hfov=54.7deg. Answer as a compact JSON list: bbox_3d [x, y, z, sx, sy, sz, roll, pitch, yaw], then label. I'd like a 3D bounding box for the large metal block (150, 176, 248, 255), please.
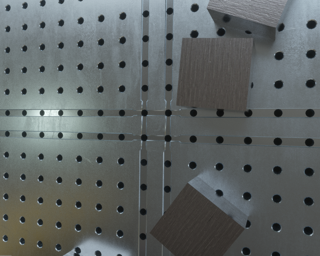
[{"bbox_3d":[0.049,0.119,0.382,0.080,0.050,0.080,38,102,15],"label":"large metal block"}]

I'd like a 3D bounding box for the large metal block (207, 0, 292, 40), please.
[{"bbox_3d":[0.111,-0.159,0.360,0.080,0.050,0.080,24,98,18],"label":"large metal block"}]

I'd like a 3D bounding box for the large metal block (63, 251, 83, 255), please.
[{"bbox_3d":[-0.115,0.235,0.439,0.080,0.050,0.079,12,94,19],"label":"large metal block"}]

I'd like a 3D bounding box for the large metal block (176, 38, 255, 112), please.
[{"bbox_3d":[0.069,-0.062,0.375,0.080,0.050,0.079,6,92,19],"label":"large metal block"}]
